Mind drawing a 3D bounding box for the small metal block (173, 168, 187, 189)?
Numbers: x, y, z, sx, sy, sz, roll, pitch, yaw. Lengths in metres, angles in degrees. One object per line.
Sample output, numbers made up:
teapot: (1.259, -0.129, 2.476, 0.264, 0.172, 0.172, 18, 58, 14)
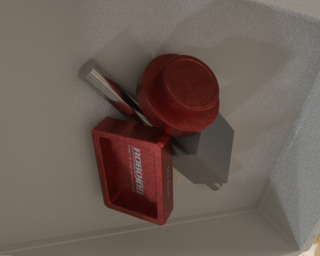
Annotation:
small metal block: (0.008, 0.050, 0.427, 0.025, 0.050, 0.050, -44, 130, 2)

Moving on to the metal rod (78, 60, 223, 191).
metal rod: (0.008, 0.016, 0.422, 0.025, 0.025, 0.300, -45, 130, 3)

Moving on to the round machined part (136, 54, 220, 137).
round machined part: (0.027, -0.042, 0.347, 0.099, 0.098, 0.042, -2, 160, -28)

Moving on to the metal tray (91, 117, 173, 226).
metal tray: (-0.031, 0.056, 0.385, 0.030, 0.090, 0.129, -51, 146, -50)

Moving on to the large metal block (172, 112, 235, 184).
large metal block: (0.054, 0.020, 0.409, 0.080, 0.050, 0.080, 43, 51, -39)
